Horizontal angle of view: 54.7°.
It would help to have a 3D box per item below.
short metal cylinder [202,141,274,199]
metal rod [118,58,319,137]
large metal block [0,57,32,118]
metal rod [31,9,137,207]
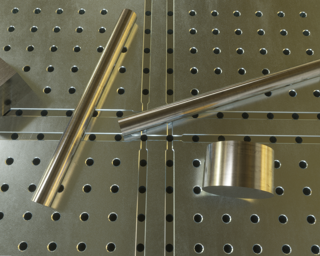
[{"bbox_3d":[0.092,0.051,0.364,0.080,0.080,0.050,7,70,2],"label":"short metal cylinder"},{"bbox_3d":[0.091,-0.044,0.428,0.302,0.025,0.025,-17,71,-7],"label":"metal rod"},{"bbox_3d":[-0.240,-0.060,0.418,0.080,0.050,0.080,39,75,13],"label":"large metal block"},{"bbox_3d":[-0.096,-0.041,0.425,0.025,0.025,0.300,18,71,6],"label":"metal rod"}]
